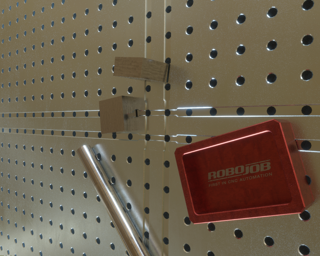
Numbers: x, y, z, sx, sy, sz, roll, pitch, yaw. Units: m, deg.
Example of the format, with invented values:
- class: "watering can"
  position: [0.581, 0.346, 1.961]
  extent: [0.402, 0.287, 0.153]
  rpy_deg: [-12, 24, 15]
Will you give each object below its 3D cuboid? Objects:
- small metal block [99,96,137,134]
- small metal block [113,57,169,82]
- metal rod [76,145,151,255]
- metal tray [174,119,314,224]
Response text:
- class: "small metal block"
  position: [-0.063, -0.018, 0.459]
  extent: [0.050, 0.025, 0.050]
  rpy_deg: [-8, 85, 39]
- class: "small metal block"
  position: [-0.025, -0.078, 0.412]
  extent: [0.050, 0.050, 0.025]
  rpy_deg: [12, 98, 39]
- class: "metal rod"
  position: [-0.048, 0.147, 0.446]
  extent: [0.025, 0.025, 0.299]
  rpy_deg: [-49, 61, 28]
- class: "metal tray"
  position: [0.083, 0.050, 0.336]
  extent: [0.130, 0.030, 0.090]
  rpy_deg: [-20, 77, 37]
